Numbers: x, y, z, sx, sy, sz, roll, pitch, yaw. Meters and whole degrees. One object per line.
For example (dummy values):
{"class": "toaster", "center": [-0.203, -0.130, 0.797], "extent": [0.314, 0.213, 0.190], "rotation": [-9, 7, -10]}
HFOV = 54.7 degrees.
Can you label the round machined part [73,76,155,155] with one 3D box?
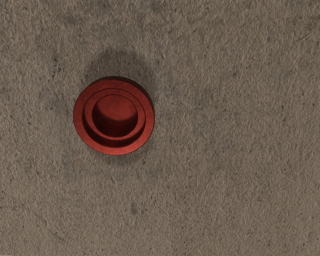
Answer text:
{"class": "round machined part", "center": [-0.056, -0.018, 0.393], "extent": [0.099, 0.042, 0.097], "rotation": [0, 110, -1]}
